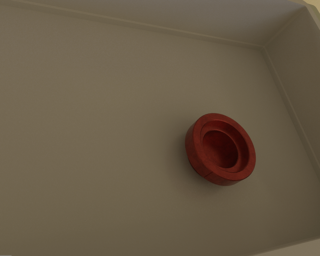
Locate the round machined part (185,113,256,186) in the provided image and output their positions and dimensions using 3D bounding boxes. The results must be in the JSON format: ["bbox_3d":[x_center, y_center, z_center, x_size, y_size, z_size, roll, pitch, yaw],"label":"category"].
[{"bbox_3d":[0.076,0.032,0.418,0.099,0.042,0.098,14,56,-21],"label":"round machined part"}]
